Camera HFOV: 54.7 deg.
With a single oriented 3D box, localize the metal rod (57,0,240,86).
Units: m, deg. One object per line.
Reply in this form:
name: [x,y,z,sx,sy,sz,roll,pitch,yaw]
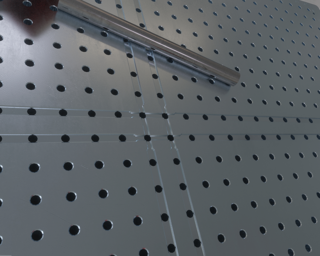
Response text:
metal rod: [-0.006,-0.133,0.485,0.302,0.025,0.025,20,54,-16]
